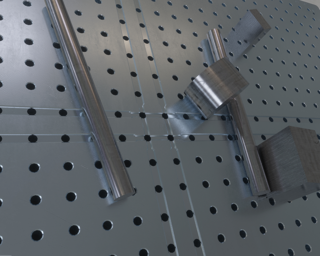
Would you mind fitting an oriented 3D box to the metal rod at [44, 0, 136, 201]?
[{"bbox_3d":[-0.095,-0.054,0.389,0.025,0.025,0.299,-11,67,-33],"label":"metal rod"}]

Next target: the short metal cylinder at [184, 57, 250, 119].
[{"bbox_3d":[0.082,-0.057,0.452,0.081,0.080,0.050,-32,80,-38],"label":"short metal cylinder"}]

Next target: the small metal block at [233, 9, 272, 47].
[{"bbox_3d":[0.181,-0.196,0.610,0.025,0.050,0.050,-22,74,-36],"label":"small metal block"}]

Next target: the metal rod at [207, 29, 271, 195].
[{"bbox_3d":[0.119,-0.041,0.497,0.025,0.025,0.299,5,59,-26],"label":"metal rod"}]

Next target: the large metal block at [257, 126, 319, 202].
[{"bbox_3d":[0.183,0.053,0.439,0.050,0.080,0.080,8,58,-24],"label":"large metal block"}]
